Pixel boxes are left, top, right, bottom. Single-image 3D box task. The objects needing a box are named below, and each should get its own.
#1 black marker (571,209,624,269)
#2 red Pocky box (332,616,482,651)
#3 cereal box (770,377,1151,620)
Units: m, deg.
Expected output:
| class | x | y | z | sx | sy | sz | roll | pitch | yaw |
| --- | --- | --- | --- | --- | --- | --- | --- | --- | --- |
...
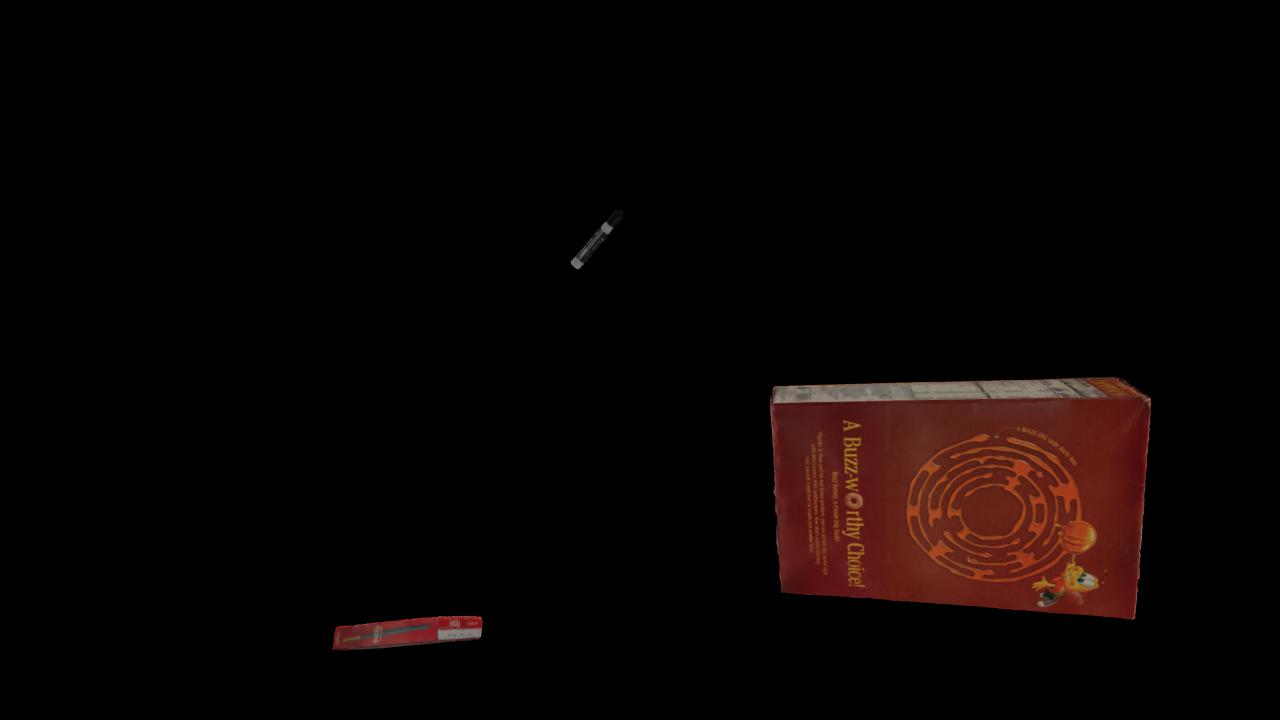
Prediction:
| class | x | y | z | sx | sy | sz | roll | pitch | yaw |
| --- | --- | --- | --- | --- | --- | --- | --- | --- | --- |
| black marker | -0.068 | -0.194 | 0.985 | 0.121 | 0.020 | 0.020 | -45 | -22 | 24 |
| red Pocky box | -0.276 | 0.325 | 0.732 | 0.155 | 0.028 | 0.083 | -14 | -25 | 19 |
| cereal box | 0.284 | 0.124 | 0.582 | 0.306 | 0.203 | 0.081 | -3 | 12 | 17 |
